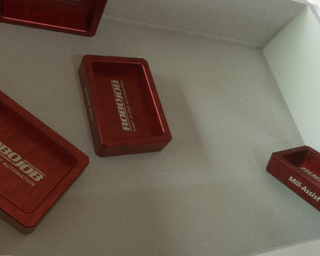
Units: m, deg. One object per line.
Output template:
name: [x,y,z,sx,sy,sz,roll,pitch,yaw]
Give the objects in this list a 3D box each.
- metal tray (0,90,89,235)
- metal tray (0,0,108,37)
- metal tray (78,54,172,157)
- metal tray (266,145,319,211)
metal tray: [-0.149,0.028,0.304,0.130,0.030,0.090,38,51,-3]
metal tray: [-0.138,-0.166,0.390,0.131,0.090,0.030,2,61,-27]
metal tray: [-0.046,-0.031,0.396,0.091,0.030,0.130,-3,63,-30]
metal tray: [0.230,0.076,0.436,0.091,0.030,0.130,-7,32,-32]
